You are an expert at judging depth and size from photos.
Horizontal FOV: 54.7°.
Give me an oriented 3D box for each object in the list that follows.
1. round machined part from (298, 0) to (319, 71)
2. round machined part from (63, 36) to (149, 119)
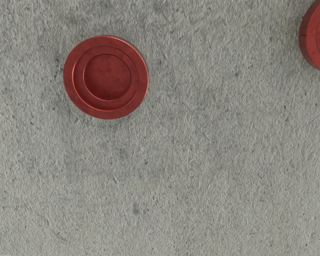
[{"bbox_3d":[0.211,-0.113,0.361,0.099,0.042,0.097,0,110,0],"label":"round machined part"},{"bbox_3d":[-0.063,-0.063,0.377,0.099,0.042,0.097,0,110,0],"label":"round machined part"}]
